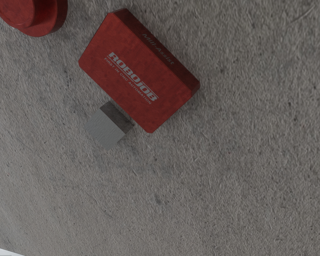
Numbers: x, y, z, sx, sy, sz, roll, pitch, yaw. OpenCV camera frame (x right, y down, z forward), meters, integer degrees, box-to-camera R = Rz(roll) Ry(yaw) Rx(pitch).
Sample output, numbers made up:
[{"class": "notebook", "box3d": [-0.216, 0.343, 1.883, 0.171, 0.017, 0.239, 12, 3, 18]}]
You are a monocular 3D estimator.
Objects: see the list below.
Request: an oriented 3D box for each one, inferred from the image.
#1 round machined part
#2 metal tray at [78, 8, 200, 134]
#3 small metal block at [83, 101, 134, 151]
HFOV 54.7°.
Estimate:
[{"class": "round machined part", "box3d": [-0.168, -0.162, 0.385, 0.098, 0.042, 0.097, 13, 124, 21]}, {"class": "metal tray", "box3d": [-0.028, -0.066, 0.377, 0.130, 0.030, 0.090, 45, 129, -3]}, {"class": "small metal block", "box3d": [-0.074, -0.002, 0.444, 0.050, 0.025, 0.050, 45, 129, -4]}]
